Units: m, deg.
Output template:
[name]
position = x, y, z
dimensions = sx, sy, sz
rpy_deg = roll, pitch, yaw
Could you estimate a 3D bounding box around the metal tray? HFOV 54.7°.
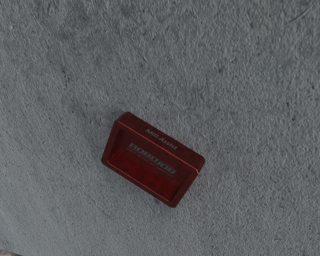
[metal tray]
position = -0.013, 0.046, 0.439
dimensions = 0.130, 0.030, 0.089
rpy_deg = 31, 128, 7
